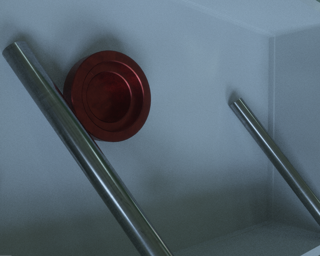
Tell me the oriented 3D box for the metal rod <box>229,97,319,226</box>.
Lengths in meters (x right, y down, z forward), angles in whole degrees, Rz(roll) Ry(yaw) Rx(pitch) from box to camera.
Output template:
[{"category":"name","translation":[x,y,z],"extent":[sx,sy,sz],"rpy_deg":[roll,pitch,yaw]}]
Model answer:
[{"category":"metal rod","translation":[0.214,0.077,0.508],"extent":[0.025,0.025,0.299],"rpy_deg":[-34,85,-35]}]

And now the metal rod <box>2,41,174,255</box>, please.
[{"category":"metal rod","translation":[-0.052,0.048,0.292],"extent":[0.025,0.025,0.299],"rpy_deg":[-34,89,-35]}]

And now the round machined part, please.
[{"category":"round machined part","translation":[-0.061,-0.034,0.346],"extent":[0.099,0.042,0.097],"rpy_deg":[0,90,-40]}]
